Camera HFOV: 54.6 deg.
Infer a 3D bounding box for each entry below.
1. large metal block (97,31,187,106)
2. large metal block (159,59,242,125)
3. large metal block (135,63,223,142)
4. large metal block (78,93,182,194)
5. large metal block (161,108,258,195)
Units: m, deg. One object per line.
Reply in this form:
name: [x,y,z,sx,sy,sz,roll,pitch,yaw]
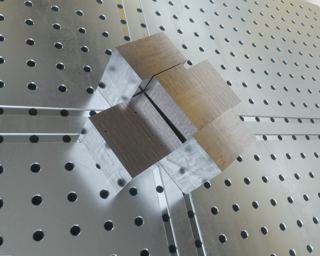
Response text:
large metal block: [-0.024,-0.069,0.401,0.081,0.080,0.050,-32,79,-38]
large metal block: [0.056,-0.042,0.446,0.081,0.050,0.080,-33,82,-38]
large metal block: [0.018,-0.020,0.394,0.050,0.080,0.080,-33,80,-38]
large metal block: [-0.034,0.016,0.365,0.081,0.050,0.080,-30,78,-38]
large metal block: [0.060,0.029,0.386,0.081,0.080,0.050,-32,80,-39]
